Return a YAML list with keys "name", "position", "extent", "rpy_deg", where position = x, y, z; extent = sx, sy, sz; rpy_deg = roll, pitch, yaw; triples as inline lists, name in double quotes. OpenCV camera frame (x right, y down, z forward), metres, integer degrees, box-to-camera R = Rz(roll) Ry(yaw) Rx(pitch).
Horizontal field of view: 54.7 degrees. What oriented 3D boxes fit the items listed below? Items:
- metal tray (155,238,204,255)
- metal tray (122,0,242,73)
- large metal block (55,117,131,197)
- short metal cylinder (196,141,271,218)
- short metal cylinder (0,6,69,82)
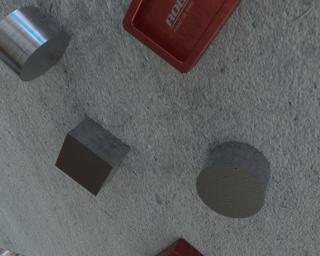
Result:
- name: "metal tray"
  position: [0.033, 0.256, 0.544]
  extent: [0.090, 0.030, 0.129]
  rpy_deg: [40, 129, 1]
- name: "metal tray"
  position: [0.028, -0.131, 0.307]
  extent: [0.090, 0.030, 0.129]
  rpy_deg: [38, 129, 2]
- name: "large metal block"
  position: [-0.103, 0.044, 0.472]
  extent: [0.080, 0.050, 0.080]
  rpy_deg: [36, 129, 3]
- name: "short metal cylinder"
  position: [0.091, 0.063, 0.382]
  extent: [0.080, 0.050, 0.079]
  rpy_deg: [13, 124, 21]
- name: "short metal cylinder"
  position: [-0.164, -0.105, 0.393]
  extent: [0.050, 0.080, 0.080]
  rpy_deg: [44, 129, -3]
